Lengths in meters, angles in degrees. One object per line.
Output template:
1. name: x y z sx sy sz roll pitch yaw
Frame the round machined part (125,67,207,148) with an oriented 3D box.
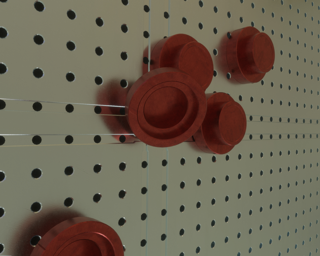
1. round machined part: 0.005 -0.028 0.385 0.099 0.042 0.097 -8 118 -15

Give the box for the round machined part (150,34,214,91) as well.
1. round machined part: 0.037 -0.082 0.431 0.099 0.042 0.097 0 90 -40

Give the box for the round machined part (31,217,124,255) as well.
1. round machined part: -0.090 0.142 0.324 0.099 0.042 0.097 0 90 -40

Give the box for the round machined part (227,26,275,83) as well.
1. round machined part: 0.163 -0.128 0.538 0.099 0.042 0.097 0 90 -40

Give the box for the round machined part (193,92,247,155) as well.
1. round machined part: 0.098 -0.007 0.483 0.099 0.042 0.097 0 90 -40
